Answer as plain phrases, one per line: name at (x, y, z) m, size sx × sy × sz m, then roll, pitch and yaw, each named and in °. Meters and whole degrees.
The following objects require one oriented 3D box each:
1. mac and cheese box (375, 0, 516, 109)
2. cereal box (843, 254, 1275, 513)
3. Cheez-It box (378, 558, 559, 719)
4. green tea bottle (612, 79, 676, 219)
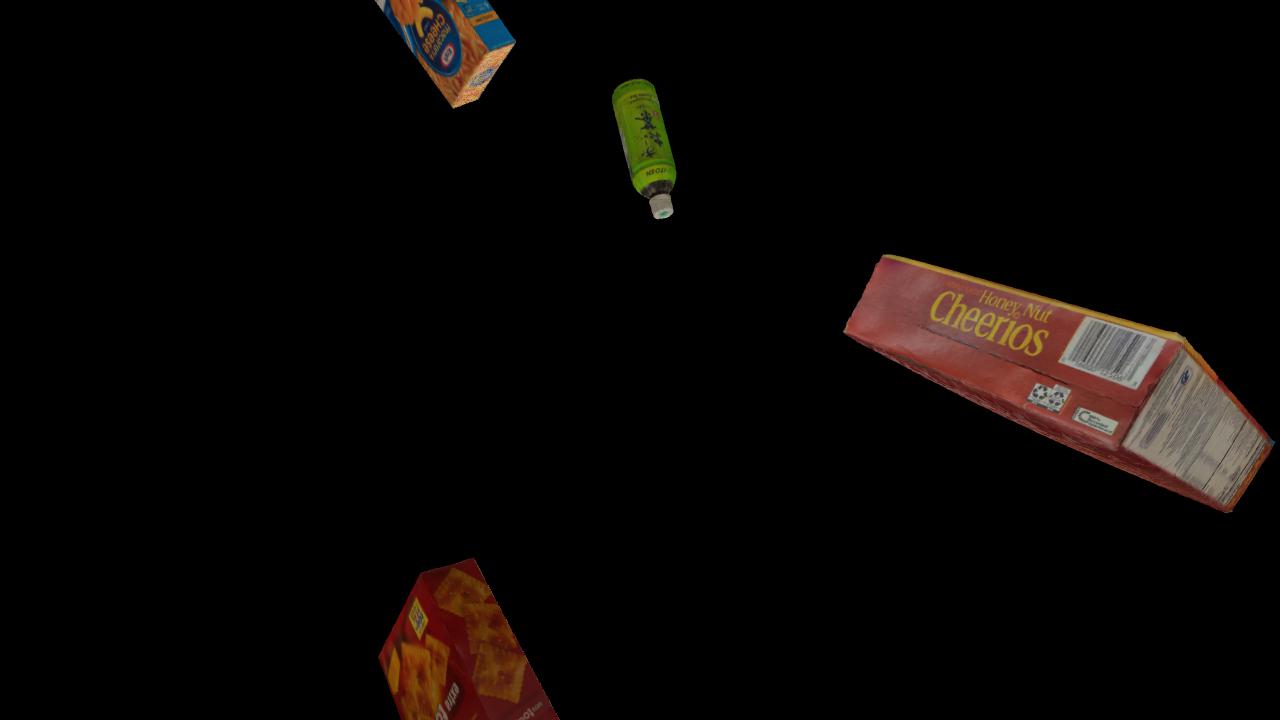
mac and cheese box at (-0.196, -0.332, 0.547) m, size 0.093 × 0.184 × 0.041 m, roll -22°, pitch 18°, yaw 50°
cereal box at (0.336, 0.022, 0.491) m, size 0.306 × 0.081 × 0.203 m, roll 18°, pitch 11°, yaw -36°
Cheez-It box at (-0.174, 0.341, 0.613) m, size 0.071 × 0.166 × 0.223 m, roll -2°, pitch 43°, yaw -47°
green tea bottle at (0.011, -0.310, 0.917) m, size 0.073 × 0.212 × 0.073 m, roll -11°, pitch -12°, yaw -3°
